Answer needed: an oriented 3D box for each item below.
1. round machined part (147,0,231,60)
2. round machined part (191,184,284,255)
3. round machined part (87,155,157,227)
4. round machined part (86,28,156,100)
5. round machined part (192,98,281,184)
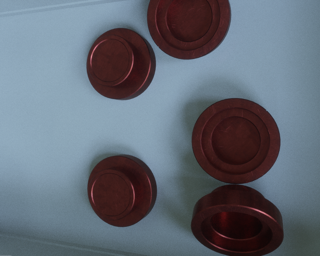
[{"bbox_3d":[0.037,-0.135,0.380,0.098,0.042,0.097,5,106,16],"label":"round machined part"},{"bbox_3d":[0.087,0.102,0.354,0.098,0.042,0.097,8,130,10],"label":"round machined part"},{"bbox_3d":[-0.057,0.087,0.422,0.098,0.042,0.097,0,90,20],"label":"round machined part"},{"bbox_3d":[-0.059,-0.088,0.422,0.098,0.042,0.097,0,90,20],"label":"round machined part"},{"bbox_3d":[0.091,0.015,0.369,0.098,0.042,0.097,0,90,20],"label":"round machined part"}]
